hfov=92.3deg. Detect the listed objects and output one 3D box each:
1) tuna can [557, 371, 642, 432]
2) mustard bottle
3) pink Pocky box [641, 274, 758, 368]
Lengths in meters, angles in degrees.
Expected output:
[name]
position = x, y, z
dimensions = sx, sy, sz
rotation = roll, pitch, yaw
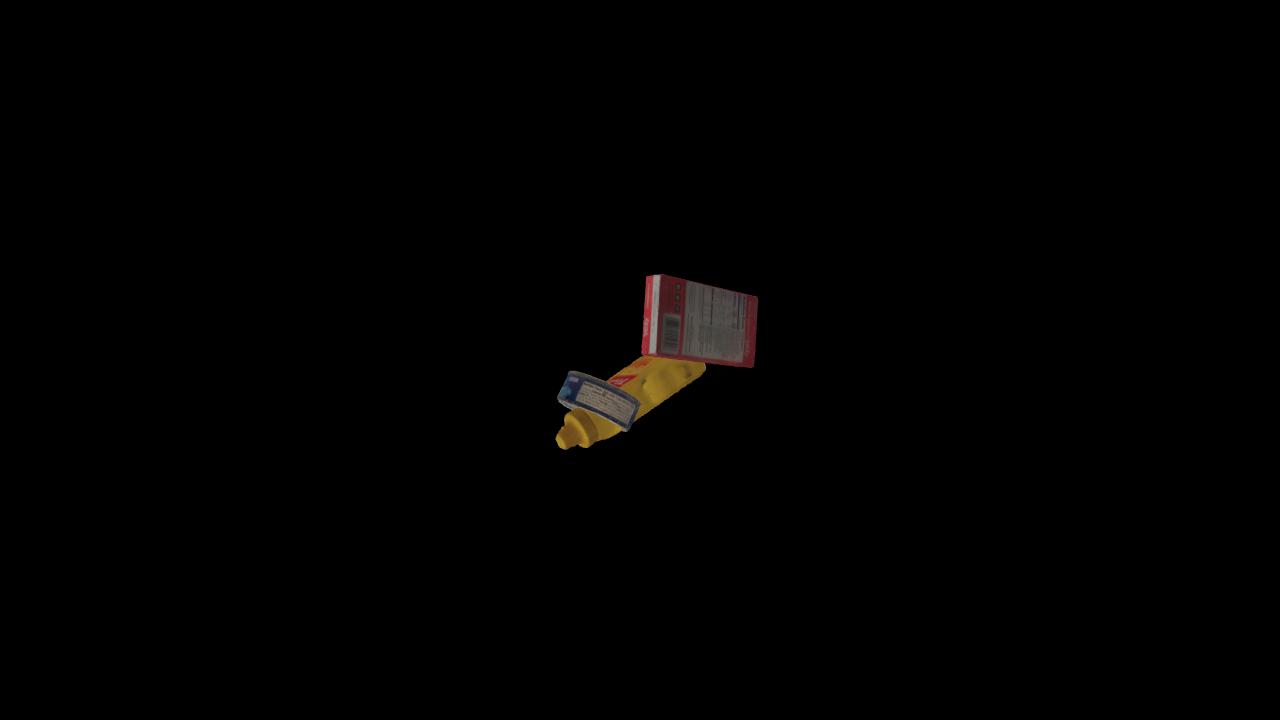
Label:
[tuna can]
position = -0.043, 0.044, 0.640
dimensions = 0.084, 0.034, 0.084
rotation = 23, -12, 5
[mustard bottle]
position = -0.017, 0.042, 0.680
dimensions = 0.184, 0.054, 0.092
rotation = -34, 23, -29
[pink Pocky box]
position = 0.069, -0.039, 0.670
dimensions = 0.155, 0.084, 0.029
rotation = 6, -4, -40
